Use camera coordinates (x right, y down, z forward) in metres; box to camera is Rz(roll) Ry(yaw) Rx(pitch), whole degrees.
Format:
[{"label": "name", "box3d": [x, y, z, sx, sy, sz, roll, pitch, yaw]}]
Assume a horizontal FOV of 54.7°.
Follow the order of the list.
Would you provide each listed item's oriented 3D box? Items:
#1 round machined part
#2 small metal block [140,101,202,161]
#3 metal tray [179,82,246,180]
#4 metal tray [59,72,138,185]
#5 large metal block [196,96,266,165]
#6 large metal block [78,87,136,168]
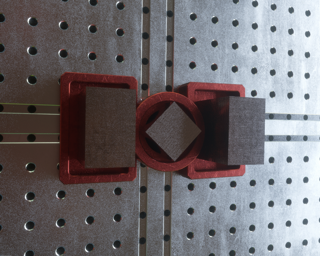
[{"label": "round machined part", "box3d": [0.004, 0.005, 0.396, 0.099, 0.042, 0.097, 0, 90, -20]}, {"label": "small metal block", "box3d": [0.013, 0.004, 0.374, 0.050, 0.025, 0.050, 46, 76, -14]}, {"label": "metal tray", "box3d": [0.074, 0.003, 0.436, 0.091, 0.030, 0.129, 0, 90, -20]}, {"label": "metal tray", "box3d": [-0.076, 0.001, 0.381, 0.091, 0.030, 0.129, 1, 90, -20]}, {"label": "large metal block", "box3d": [0.089, 0.003, 0.402, 0.050, 0.080, 0.080, 2, 90, -20]}, {"label": "large metal block", "box3d": [-0.062, -0.001, 0.346, 0.050, 0.080, 0.080, 1, 90, -20]}]
